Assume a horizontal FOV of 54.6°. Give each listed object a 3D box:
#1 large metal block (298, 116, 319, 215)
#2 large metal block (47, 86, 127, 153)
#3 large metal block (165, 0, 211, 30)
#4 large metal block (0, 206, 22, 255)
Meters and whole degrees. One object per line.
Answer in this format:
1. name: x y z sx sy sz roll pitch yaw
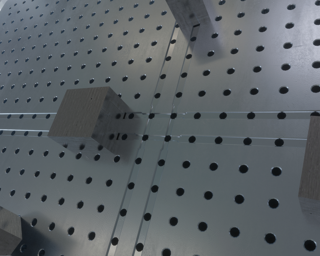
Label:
1. large metal block: 0.175 0.039 0.277 0.080 0.050 0.080 6 65 31
2. large metal block: -0.105 -0.012 0.456 0.080 0.050 0.080 0 62 28
3. large metal block: 0.040 -0.218 0.486 0.050 0.080 0.080 -13 56 21
4. large metal block: -0.230 0.130 0.397 0.050 0.080 0.080 -55 24 -11
